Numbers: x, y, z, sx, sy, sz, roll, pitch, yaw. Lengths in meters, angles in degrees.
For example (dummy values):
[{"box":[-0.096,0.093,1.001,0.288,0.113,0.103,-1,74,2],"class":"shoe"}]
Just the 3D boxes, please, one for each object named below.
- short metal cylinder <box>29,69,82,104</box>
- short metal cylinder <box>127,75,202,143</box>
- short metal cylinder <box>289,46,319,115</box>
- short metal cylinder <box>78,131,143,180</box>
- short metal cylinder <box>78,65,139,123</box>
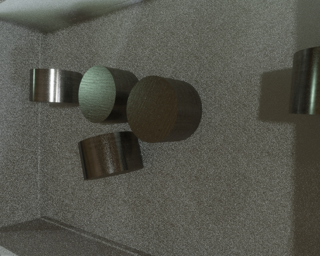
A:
[{"box":[-0.171,-0.066,0.509,0.080,0.081,0.050,5,93,39],"class":"short metal cylinder"},{"box":[0.005,-0.022,0.385,0.080,0.050,0.079,0,90,39],"class":"short metal cylinder"},{"box":[0.148,-0.034,0.248,0.080,0.081,0.050,7,94,39],"class":"short metal cylinder"},{"box":[-0.067,0.039,0.424,0.080,0.081,0.050,-20,78,38],"class":"short metal cylinder"},{"box":[-0.073,-0.047,0.448,0.080,0.050,0.079,0,90,39],"class":"short metal cylinder"}]
